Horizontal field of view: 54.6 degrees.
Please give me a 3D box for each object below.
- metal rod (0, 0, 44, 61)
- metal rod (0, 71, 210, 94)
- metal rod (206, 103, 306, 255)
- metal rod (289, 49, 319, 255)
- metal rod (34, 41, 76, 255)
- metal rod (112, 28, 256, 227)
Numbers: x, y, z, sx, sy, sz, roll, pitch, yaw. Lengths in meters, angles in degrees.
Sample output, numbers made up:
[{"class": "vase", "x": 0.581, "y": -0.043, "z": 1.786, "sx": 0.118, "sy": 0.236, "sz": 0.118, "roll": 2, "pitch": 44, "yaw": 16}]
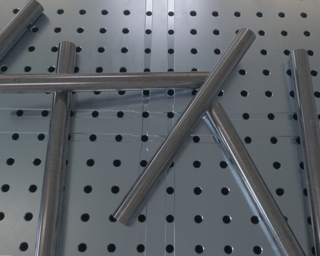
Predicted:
[{"class": "metal rod", "x": -0.265, "y": -0.068, "z": 0.435, "sx": 0.025, "sy": 0.025, "sz": 0.300, "roll": 28, "pitch": 72, "yaw": 10}, {"class": "metal rod", "x": -0.080, "y": -0.061, "z": 0.413, "sx": 0.302, "sy": 0.025, "sz": 0.025, "roll": -3, "pitch": 70, "yaw": -9}, {"class": "metal rod", "x": 0.132, "y": 0.101, "z": 0.375, "sx": 0.025, "sy": 0.025, "sz": 0.299, "roll": -23, "pitch": 72, "yaw": -8}, {"class": "metal rod", "x": 0.197, "y": 0.032, "z": 0.401, "sx": 0.025, "sy": 0.025, "sz": 0.299, "roll": 2, "pitch": 70, "yaw": 0}, {"class": "metal rod", "x": -0.133, "y": 0.020, "z": 0.403, "sx": 0.025, "sy": 0.025, "sz": 0.299, "roll": -1, "pitch": 70, "yaw": 0}, {"class": "metal rod", "x": 0.037, "y": -0.009, "z": 0.400, "sx": 0.025, "sy": 0.025, "sz": 0.300, "roll": 33, "pitch": 78, "yaw": 11}]
